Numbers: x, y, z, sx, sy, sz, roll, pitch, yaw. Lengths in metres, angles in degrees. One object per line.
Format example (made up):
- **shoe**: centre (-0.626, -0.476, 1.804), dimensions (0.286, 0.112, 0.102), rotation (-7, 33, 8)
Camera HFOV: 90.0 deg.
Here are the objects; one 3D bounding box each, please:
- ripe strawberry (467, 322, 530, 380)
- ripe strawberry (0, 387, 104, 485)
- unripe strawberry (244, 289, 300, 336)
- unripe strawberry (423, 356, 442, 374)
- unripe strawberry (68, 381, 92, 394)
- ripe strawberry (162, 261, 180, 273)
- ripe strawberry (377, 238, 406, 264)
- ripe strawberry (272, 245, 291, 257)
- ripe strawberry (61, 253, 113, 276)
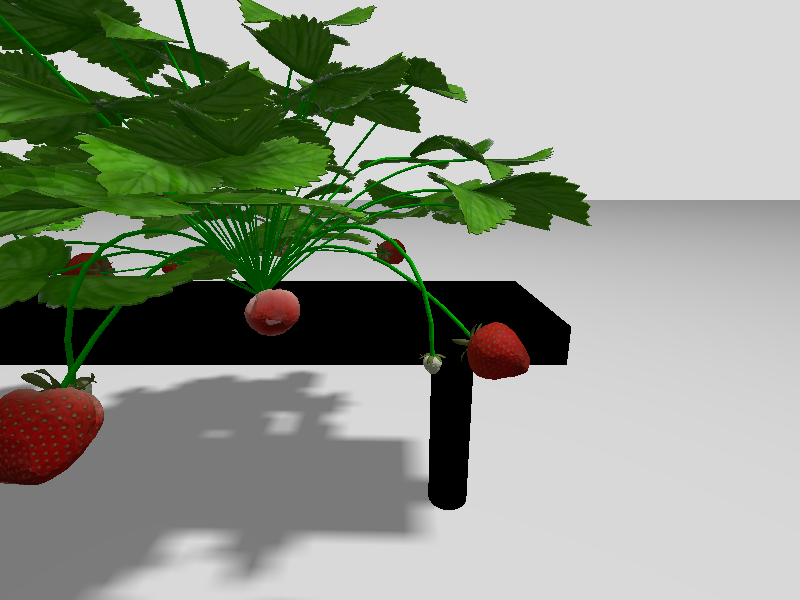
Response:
- **ripe strawberry**: centre (0.051, 0.028, 0.205), dimensions (0.031, 0.030, 0.028), rotation (21, 25, 38)
- **ripe strawberry**: centre (-0.122, 0.046, 0.135), dimensions (0.034, 0.031, 0.030), rotation (0, -37, -1)
- **unripe strawberry**: centre (-0.082, 0.009, 0.260), dimensions (0.035, 0.032, 0.032), rotation (-7, 18, -22)
- **unripe strawberry**: centre (0.016, 0.031, 0.194), dimensions (0.009, 0.010, 0.010), rotation (-13, 20, -38)
- **unripe strawberry**: centre (-0.128, 0.037, 0.159), dimensions (0.011, 0.010, 0.010), rotation (0, 16, 1)
- **ripe strawberry**: centre (-0.240, -0.034, 0.428), dimensions (0.025, 0.024, 0.027), rotation (9, 18, 31)
- **ripe strawberry**: centre (-0.009, -0.062, 0.509), dimensions (0.038, 0.033, 0.038), rotation (11, 19, 35)
- **ripe strawberry**: centre (-0.165, -0.071, 0.559), dimensions (0.027, 0.024, 0.024), rotation (-3, 2, -11)
- **ripe strawberry**: centre (-0.297, -0.027, 0.379), dimensions (0.036, 0.036, 0.040), rotation (1, 16, 7)
